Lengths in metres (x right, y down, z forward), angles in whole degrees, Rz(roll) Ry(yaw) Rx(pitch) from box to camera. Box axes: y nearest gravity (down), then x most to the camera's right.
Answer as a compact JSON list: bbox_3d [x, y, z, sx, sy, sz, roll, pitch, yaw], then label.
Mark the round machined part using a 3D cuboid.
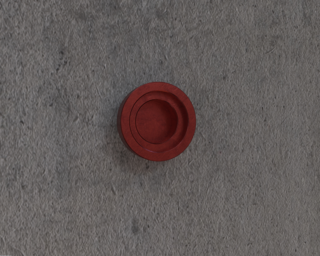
[{"bbox_3d":[-0.007,-0.008,0.397,0.099,0.042,0.097,0,90,-20],"label":"round machined part"}]
